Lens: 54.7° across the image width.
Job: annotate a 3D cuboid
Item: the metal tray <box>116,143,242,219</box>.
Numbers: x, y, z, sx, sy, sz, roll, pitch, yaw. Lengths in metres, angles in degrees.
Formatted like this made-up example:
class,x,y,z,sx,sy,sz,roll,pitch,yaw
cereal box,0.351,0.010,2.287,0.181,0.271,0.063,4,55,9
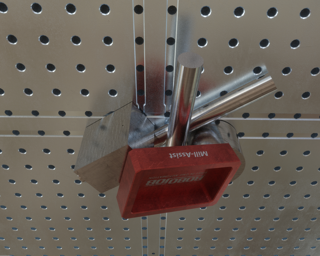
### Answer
class,x,y,z,sx,sy,sz,roll,pitch,yaw
metal tray,0.021,0.062,0.369,0.131,0.030,0.089,-2,133,-24

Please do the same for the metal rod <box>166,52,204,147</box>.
class,x,y,z,sx,sy,sz,roll,pitch,yaw
metal rod,0.019,0.031,0.409,0.025,0.025,0.298,3,140,-3

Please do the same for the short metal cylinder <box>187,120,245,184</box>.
class,x,y,z,sx,sy,sz,roll,pitch,yaw
short metal cylinder,0.071,0.035,0.425,0.081,0.050,0.079,0,130,0

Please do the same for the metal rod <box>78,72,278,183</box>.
class,x,y,z,sx,sy,sz,roll,pitch,yaw
metal rod,0.009,0.008,0.419,0.300,0.025,0.025,-27,126,20

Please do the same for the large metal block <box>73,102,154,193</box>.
class,x,y,z,sx,sy,sz,roll,pitch,yaw
large metal block,-0.055,0.025,0.395,0.080,0.080,0.050,-27,125,21
